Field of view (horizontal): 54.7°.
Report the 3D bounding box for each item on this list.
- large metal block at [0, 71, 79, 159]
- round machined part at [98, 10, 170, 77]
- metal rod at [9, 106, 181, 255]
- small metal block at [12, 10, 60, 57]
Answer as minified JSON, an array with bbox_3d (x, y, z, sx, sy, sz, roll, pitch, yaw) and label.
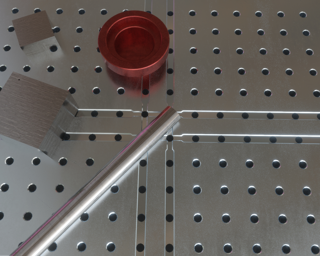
[{"bbox_3d":[-0.165,-0.016,0.403,0.080,0.050,0.080,20,71,7],"label":"large metal block"},{"bbox_3d":[-0.036,-0.116,0.445,0.099,0.042,0.098,0,70,0],"label":"round machined part"},{"bbox_3d":[-0.086,0.080,0.381,0.025,0.025,0.301,43,75,14],"label":"metal rod"},{"bbox_3d":[-0.185,-0.141,0.462,0.050,0.025,0.050,-21,72,-8],"label":"small metal block"}]
